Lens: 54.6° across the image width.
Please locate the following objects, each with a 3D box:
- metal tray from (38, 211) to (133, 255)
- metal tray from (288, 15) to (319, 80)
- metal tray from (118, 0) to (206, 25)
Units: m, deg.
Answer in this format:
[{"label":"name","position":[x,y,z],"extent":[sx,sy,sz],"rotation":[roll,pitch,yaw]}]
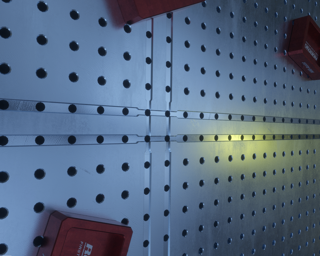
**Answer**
[{"label":"metal tray","position":[-0.088,0.162,0.331],"extent":[0.090,0.030,0.130],"rotation":[24,75,-37]},{"label":"metal tray","position":[0.333,-0.173,0.682],"extent":[0.131,0.030,0.090],"rotation":[26,74,-37]},{"label":"metal tray","position":[-0.001,-0.196,0.403],"extent":[0.131,0.030,0.090],"rotation":[-31,110,-35]}]
